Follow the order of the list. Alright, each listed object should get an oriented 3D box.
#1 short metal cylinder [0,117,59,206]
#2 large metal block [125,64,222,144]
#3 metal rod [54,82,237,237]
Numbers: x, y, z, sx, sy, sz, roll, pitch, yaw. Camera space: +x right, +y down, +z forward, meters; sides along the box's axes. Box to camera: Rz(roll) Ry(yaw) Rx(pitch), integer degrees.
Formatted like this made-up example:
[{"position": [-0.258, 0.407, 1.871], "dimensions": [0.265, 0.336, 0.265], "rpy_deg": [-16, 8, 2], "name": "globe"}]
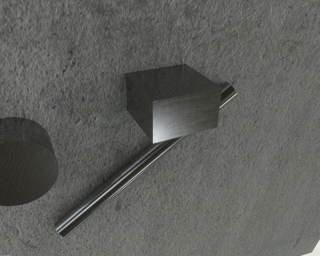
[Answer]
[{"position": [-0.154, 0.035, 0.329], "dimensions": [0.081, 0.050, 0.079], "rpy_deg": [-14, 124, -21], "name": "short metal cylinder"}, {"position": [0.013, -0.032, 0.358], "dimensions": [0.081, 0.080, 0.050], "rpy_deg": [-13, 124, -21], "name": "large metal block"}, {"position": [-0.018, 0.042, 0.422], "dimensions": [0.300, 0.025, 0.025], "rpy_deg": [-40, 130, -2], "name": "metal rod"}]
